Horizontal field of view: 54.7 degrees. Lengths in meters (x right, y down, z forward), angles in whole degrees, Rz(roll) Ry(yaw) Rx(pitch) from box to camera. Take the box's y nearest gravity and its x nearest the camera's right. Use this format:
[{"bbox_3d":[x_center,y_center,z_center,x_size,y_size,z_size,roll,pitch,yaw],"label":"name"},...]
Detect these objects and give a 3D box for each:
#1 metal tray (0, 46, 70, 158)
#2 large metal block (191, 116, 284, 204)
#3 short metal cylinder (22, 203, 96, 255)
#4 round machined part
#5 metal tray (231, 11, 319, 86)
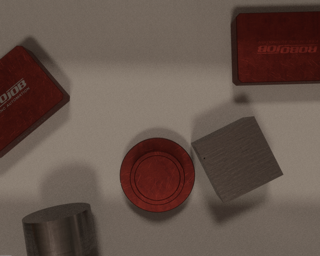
[{"bbox_3d":[-0.199,-0.032,0.406,0.130,0.030,0.090,-40,91,-1],"label":"metal tray"},{"bbox_3d":[0.096,0.039,0.400,0.080,0.050,0.080,-27,90,0],"label":"large metal block"},{"bbox_3d":[-0.123,0.128,0.382,0.081,0.080,0.050,-8,90,0],"label":"short metal cylinder"},{"bbox_3d":[-0.003,0.062,0.403,0.099,0.042,0.097,0,90,-1],"label":"round machined part"},{"bbox_3d":[0.164,-0.104,0.411,0.131,0.030,0.089,-2,90,-1],"label":"metal tray"}]
